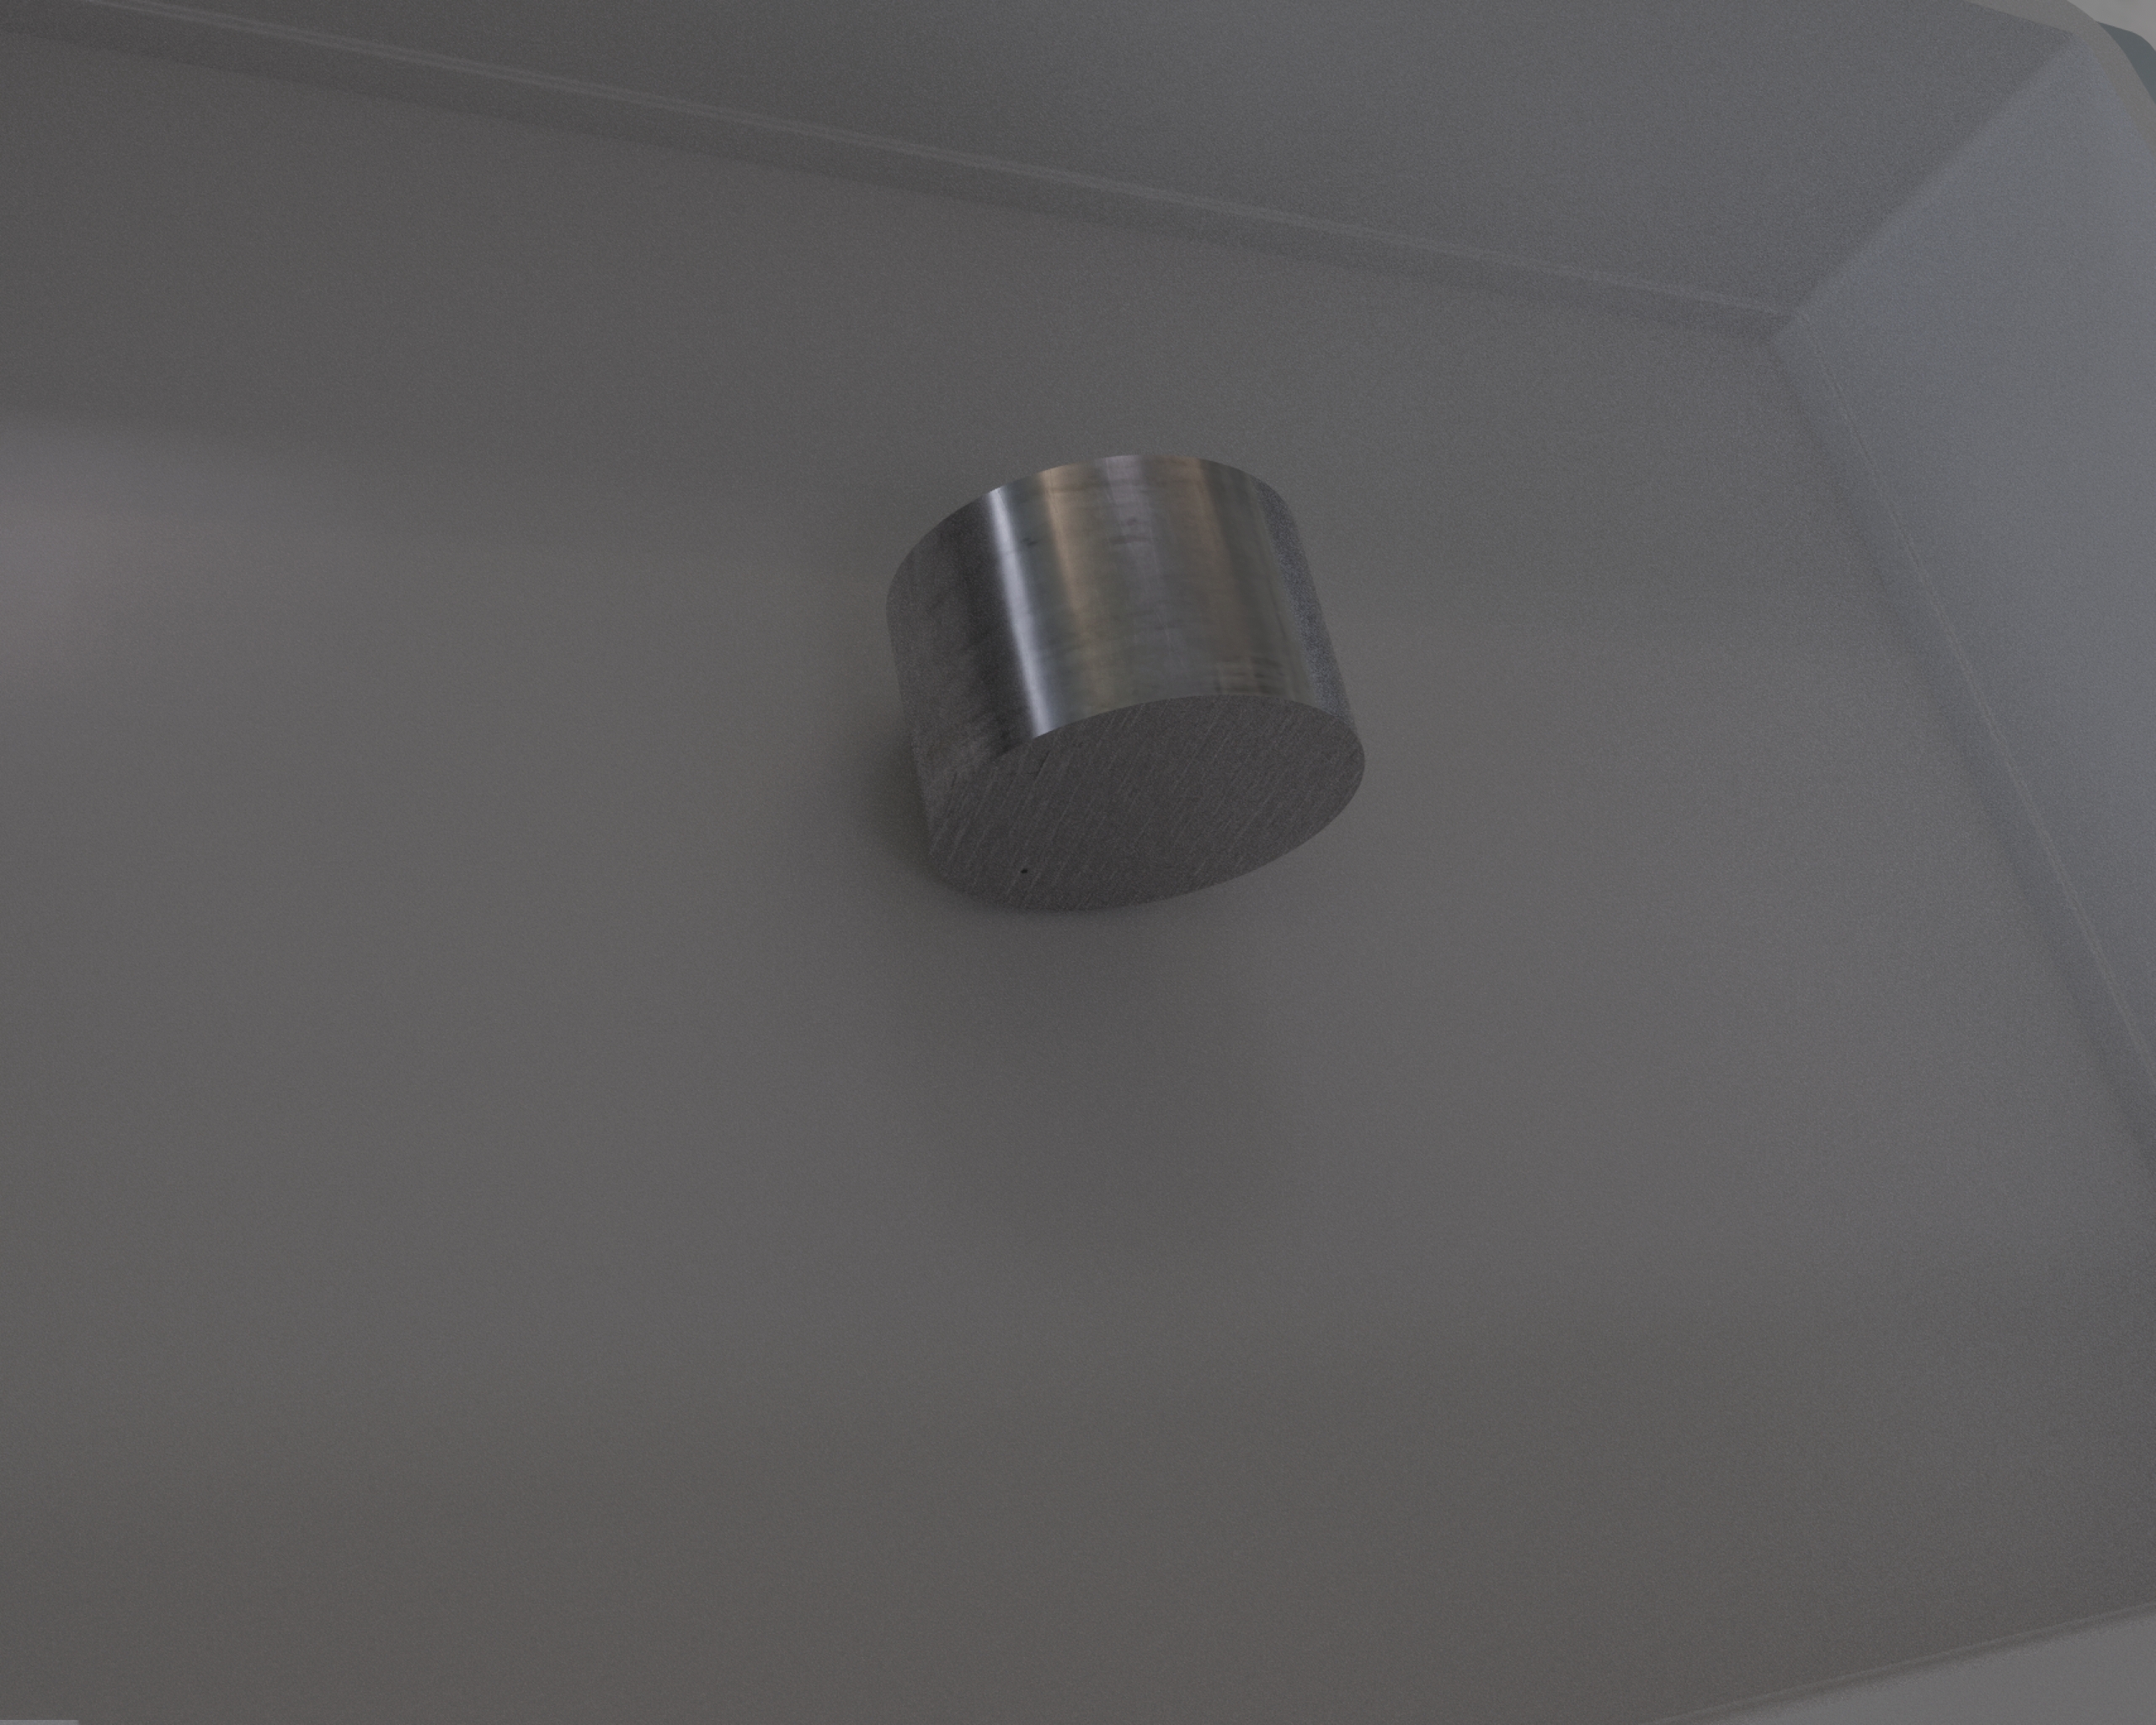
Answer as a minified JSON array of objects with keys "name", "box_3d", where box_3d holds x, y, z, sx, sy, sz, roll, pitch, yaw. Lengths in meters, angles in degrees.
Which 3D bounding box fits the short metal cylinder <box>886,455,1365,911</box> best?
[{"name":"short metal cylinder","box_3d":[0.008,-0.031,0.389,0.081,0.080,0.050,2,61,-27]}]
